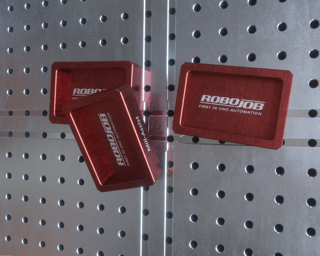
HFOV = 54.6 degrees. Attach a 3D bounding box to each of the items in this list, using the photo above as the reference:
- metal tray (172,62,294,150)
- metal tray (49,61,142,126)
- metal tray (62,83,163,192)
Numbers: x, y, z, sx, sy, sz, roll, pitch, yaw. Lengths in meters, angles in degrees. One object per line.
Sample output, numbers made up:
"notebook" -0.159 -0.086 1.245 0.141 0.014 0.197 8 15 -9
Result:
"metal tray" 0.086 -0.029 0.379 0.130 0.030 0.090 9 93 19
"metal tray" -0.094 -0.048 0.443 0.130 0.030 0.090 4 91 20
"metal tray" -0.061 0.017 0.404 0.090 0.030 0.129 -13 106 25
